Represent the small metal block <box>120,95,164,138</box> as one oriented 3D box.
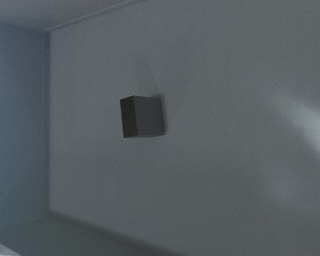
[{"bbox_3d":[-0.023,-0.014,0.406,0.025,0.050,0.050,-11,82,40],"label":"small metal block"}]
